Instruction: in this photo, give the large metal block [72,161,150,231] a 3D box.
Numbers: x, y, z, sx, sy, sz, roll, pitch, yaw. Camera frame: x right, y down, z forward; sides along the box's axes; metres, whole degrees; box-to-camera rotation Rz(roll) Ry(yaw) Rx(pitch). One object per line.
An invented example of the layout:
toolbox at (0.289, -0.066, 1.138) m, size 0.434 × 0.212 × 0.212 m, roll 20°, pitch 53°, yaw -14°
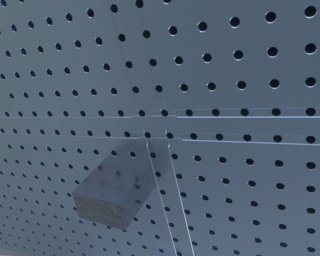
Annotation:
large metal block at (-0.072, 0.100, 0.474) m, size 0.080 × 0.080 × 0.050 m, roll 7°, pitch 122°, yaw 24°
